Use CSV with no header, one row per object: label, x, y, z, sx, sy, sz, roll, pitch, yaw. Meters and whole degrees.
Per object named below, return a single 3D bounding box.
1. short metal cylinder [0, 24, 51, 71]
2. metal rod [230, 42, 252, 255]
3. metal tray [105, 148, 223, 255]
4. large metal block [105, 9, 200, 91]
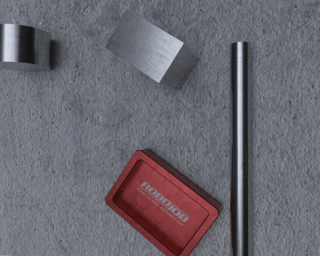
short metal cylinder,-0.202,-0.113,0.449,0.080,0.080,0.050,2,91,19
metal rod,0.097,0.048,0.374,0.025,0.025,0.298,0,90,19
metal tray,0.003,0.099,0.404,0.130,0.030,0.090,36,101,16
large metal block,-0.006,-0.092,0.381,0.080,0.080,0.050,36,101,16
